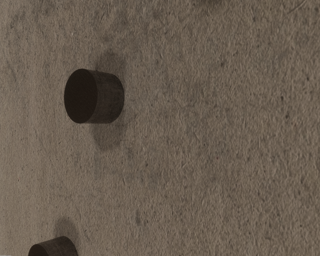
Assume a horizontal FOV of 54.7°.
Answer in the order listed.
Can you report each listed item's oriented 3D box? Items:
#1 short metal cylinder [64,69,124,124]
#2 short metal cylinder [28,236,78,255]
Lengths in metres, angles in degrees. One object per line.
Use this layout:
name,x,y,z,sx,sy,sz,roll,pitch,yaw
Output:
short metal cylinder,-0.100,-0.046,0.469,0.080,0.050,0.079,0,90,39
short metal cylinder,-0.186,0.236,0.539,0.080,0.050,0.079,0,90,39
